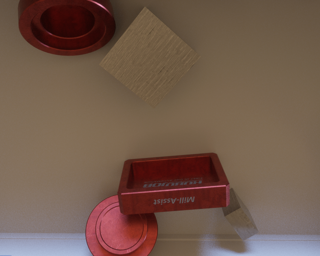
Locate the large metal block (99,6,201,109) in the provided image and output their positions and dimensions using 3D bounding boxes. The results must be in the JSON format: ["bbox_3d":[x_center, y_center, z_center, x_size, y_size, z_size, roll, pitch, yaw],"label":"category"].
[{"bbox_3d":[-0.011,-0.084,0.367,0.080,0.050,0.080,39,105,-14],"label":"large metal block"}]

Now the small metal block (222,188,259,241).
[{"bbox_3d":[0.112,0.123,0.445,0.025,0.050,0.050,-33,107,11],"label":"small metal block"}]

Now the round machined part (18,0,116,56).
[{"bbox_3d":[-0.100,-0.124,0.336,0.099,0.098,0.042,-13,71,4],"label":"round machined part"}]

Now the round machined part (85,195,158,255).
[{"bbox_3d":[-0.052,0.138,0.423,0.099,0.098,0.042,6,154,-3],"label":"round machined part"}]

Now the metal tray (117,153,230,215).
[{"bbox_3d":[0.016,0.069,0.402,0.131,0.090,0.030,-5,110,1],"label":"metal tray"}]
